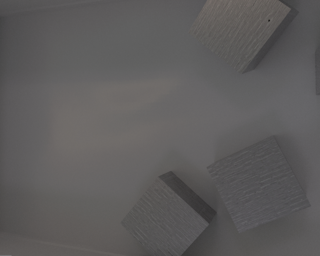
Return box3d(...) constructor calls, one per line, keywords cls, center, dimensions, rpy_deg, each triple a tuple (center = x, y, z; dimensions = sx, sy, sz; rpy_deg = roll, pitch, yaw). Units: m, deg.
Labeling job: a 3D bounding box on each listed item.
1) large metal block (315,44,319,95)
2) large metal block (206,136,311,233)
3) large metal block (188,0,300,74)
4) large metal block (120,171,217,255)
box3d(cls="large metal block", center=(0.205, -0.064, 0.309), dimensions=(0.080, 0.080, 0.050), rpy_deg=(-1, 90, 20))
box3d(cls="large metal block", center=(0.112, 0.062, 0.357), dimensions=(0.080, 0.050, 0.080), rpy_deg=(-28, 81, 17))
box3d(cls="large metal block", center=(0.093, -0.120, 0.352), dimensions=(0.080, 0.050, 0.080), rpy_deg=(43, 123, 14))
box3d(cls="large metal block", center=(0.011, 0.114, 0.393), dimensions=(0.080, 0.050, 0.080), rpy_deg=(41, 103, 15))
